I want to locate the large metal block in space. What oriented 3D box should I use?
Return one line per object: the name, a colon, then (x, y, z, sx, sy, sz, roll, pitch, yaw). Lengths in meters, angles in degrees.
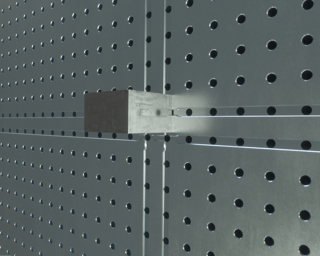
large metal block: (-0.041, -0.020, 0.405, 0.080, 0.081, 0.050, 1, 91, 39)
